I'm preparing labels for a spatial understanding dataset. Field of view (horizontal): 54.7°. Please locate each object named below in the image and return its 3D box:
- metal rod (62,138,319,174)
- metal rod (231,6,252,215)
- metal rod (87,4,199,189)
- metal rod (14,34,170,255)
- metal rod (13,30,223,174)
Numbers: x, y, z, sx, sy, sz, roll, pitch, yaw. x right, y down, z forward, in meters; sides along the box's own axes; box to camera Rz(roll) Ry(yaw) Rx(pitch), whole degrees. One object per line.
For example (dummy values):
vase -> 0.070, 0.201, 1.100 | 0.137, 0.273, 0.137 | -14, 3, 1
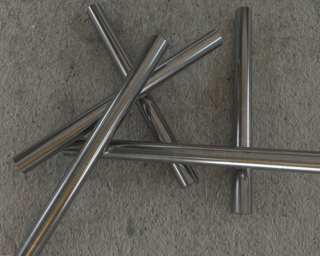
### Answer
metal rod -> 0.027, 0.031, 0.367 | 0.301, 0.025, 0.025 | 3, 70, 12
metal rod -> 0.112, -0.037, 0.422 | 0.025, 0.025, 0.299 | 5, 70, 2
metal rod -> -0.031, -0.055, 0.427 | 0.025, 0.025, 0.299 | -26, 72, -9
metal rod -> -0.077, 0.022, 0.363 | 0.025, 0.025, 0.299 | 31, 86, 10
metal rod -> -0.044, -0.040, 0.394 | 0.301, 0.025, 0.025 | -35, 74, -12
